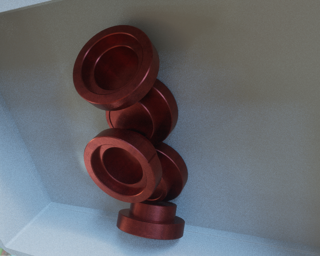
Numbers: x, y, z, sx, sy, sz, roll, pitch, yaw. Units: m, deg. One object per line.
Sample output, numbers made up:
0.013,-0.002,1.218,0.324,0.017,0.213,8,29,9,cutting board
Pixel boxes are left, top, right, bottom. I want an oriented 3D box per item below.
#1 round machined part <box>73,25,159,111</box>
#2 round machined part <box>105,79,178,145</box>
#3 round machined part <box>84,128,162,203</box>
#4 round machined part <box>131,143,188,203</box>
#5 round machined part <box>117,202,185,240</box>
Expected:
-0.046,-0.064,0.355,0.098,0.098,0.042,7,164,24,round machined part
-0.030,-0.018,0.398,0.098,0.042,0.097,13,124,20,round machined part
-0.042,0.042,0.386,0.098,0.042,0.097,13,124,20,round machined part
-0.013,0.068,0.442,0.098,0.042,0.097,13,124,20,round machined part
-0.012,0.129,0.457,0.098,0.098,0.042,6,84,24,round machined part
